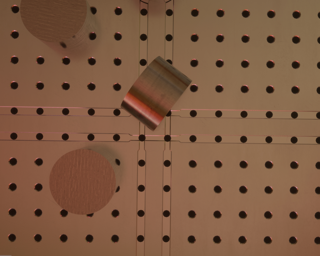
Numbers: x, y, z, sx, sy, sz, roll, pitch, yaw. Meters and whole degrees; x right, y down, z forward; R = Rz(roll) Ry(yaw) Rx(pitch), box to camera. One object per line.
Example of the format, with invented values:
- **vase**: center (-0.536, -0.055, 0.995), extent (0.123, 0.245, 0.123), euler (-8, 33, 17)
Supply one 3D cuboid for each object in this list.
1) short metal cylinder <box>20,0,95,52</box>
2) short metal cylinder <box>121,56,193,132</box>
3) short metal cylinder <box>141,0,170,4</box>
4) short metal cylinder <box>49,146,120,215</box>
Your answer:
- **short metal cylinder**: center (-0.129, -0.144, 0.399), extent (0.081, 0.050, 0.079), euler (0, 90, -1)
- **short metal cylinder**: center (-0.004, -0.042, 0.386), extent (0.050, 0.080, 0.080), euler (38, 90, 0)
- **short metal cylinder**: center (-0.007, -0.210, 0.401), extent (0.081, 0.050, 0.079), euler (0, 90, -1)
- **short metal cylinder**: center (-0.094, 0.065, 0.400), extent (0.081, 0.050, 0.079), euler (0, 90, -1)
